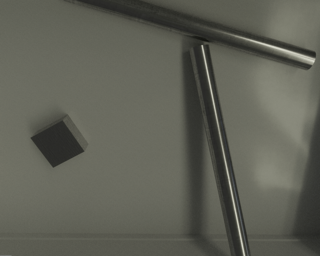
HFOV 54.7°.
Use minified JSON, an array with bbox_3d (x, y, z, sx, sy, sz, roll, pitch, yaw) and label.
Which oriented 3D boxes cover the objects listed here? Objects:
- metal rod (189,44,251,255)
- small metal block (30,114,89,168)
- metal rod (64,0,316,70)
[{"bbox_3d":[0.079,0.047,0.391,0.025,0.025,0.298,-12,95,4],"label":"metal rod"},{"bbox_3d":[-0.134,0.018,0.416,0.050,0.025,0.050,-27,108,9],"label":"small metal block"},{"bbox_3d":[0.039,-0.120,0.367,0.302,0.025,0.025,14,109,-6],"label":"metal rod"}]
